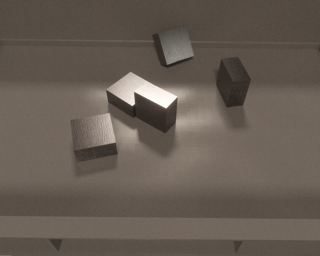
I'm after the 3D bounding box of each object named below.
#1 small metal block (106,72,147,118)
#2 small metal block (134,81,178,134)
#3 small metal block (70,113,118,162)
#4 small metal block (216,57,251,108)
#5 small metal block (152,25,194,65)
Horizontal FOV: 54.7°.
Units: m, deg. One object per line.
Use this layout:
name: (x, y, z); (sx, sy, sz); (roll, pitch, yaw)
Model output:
small metal block: (-0.040, -0.048, 0.445); (0.050, 0.025, 0.050); (32, 57, 24)
small metal block: (-0.006, -0.027, 0.412); (0.050, 0.050, 0.025); (29, 56, 21)
small metal block: (-0.084, 0.012, 0.394); (0.050, 0.025, 0.050); (-11, 51, -10)
small metal block: (0.104, -0.066, 0.446); (0.025, 0.050, 0.050); (-8, 51, -7)
small metal block: (0.021, -0.133, 0.498); (0.050, 0.050, 0.025); (-23, 18, -18)
